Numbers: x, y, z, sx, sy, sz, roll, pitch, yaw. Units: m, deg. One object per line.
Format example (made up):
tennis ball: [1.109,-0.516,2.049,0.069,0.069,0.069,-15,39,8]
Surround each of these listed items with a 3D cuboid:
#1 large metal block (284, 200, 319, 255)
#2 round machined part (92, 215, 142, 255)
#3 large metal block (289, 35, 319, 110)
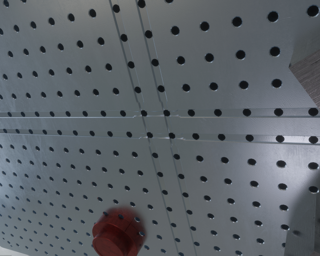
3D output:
large metal block: [0.189,0.148,0.368,0.050,0.080,0.079,25,127,13]
round machined part: [-0.086,0.213,0.578,0.098,0.042,0.097,13,124,21]
large metal block: [0.175,-0.052,0.271,0.080,0.050,0.080,-34,100,38]
